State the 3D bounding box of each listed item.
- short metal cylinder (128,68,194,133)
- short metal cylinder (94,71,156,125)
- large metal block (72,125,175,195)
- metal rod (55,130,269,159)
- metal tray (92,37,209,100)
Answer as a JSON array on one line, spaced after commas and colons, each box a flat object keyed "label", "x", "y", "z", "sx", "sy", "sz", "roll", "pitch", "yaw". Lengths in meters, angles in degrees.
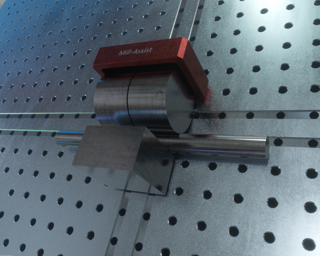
[{"label": "short metal cylinder", "x": 0.004, "y": -0.034, "z": 0.388, "sx": 0.050, "sy": 0.080, "sz": 0.080, "roll": 2, "pitch": 63, "yaw": 29}, {"label": "short metal cylinder", "x": -0.042, "y": -0.034, "z": 0.412, "sx": 0.050, "sy": 0.080, "sz": 0.080, "roll": 1, "pitch": 62, "yaw": 28}, {"label": "large metal block", "x": -0.040, "y": 0.038, "z": 0.365, "sx": 0.080, "sy": 0.080, "sz": 0.050, "roll": 1, "pitch": 62, "yaw": 28}, {"label": "metal rod", "x": -0.018, "y": 0.018, "z": 0.401, "sx": 0.300, "sy": 0.025, "sz": 0.025, "roll": 1, "pitch": 62, "yaw": 28}, {"label": "metal tray", "x": -0.012, "y": -0.072, "z": 0.412, "sx": 0.130, "sy": 0.090, "sz": 0.030, "roll": 1, "pitch": 63, "yaw": 29}]
